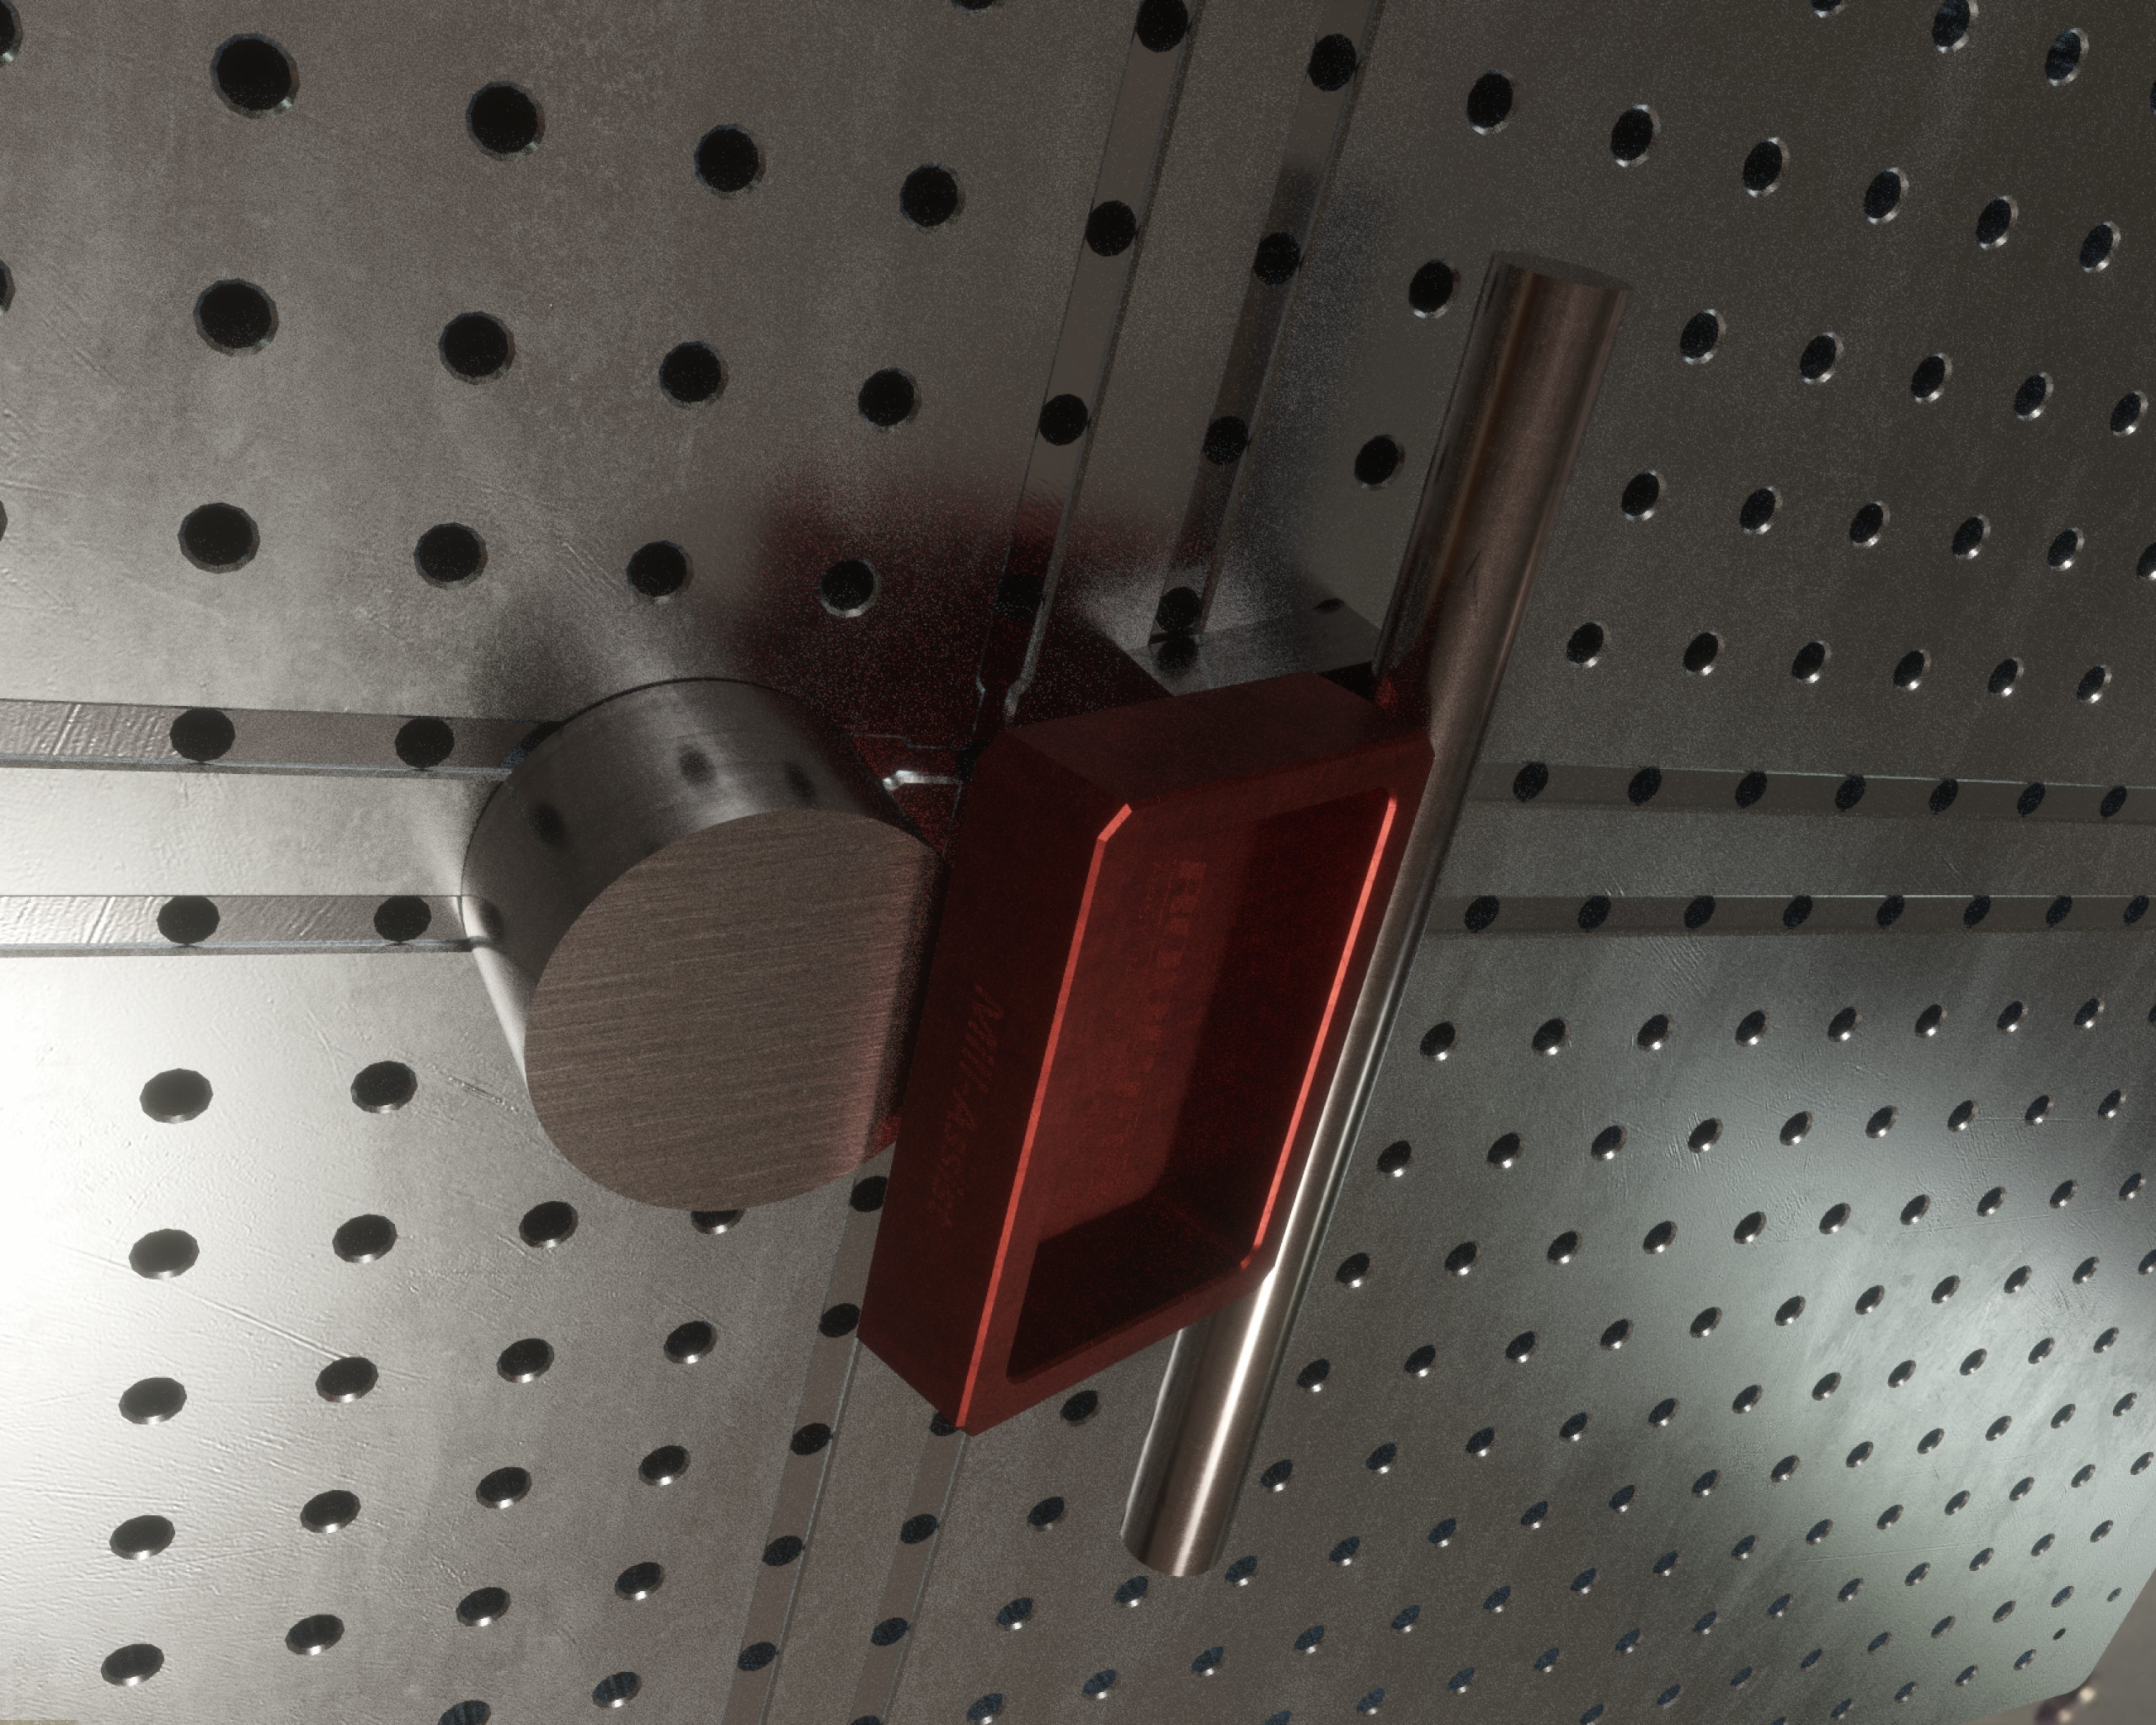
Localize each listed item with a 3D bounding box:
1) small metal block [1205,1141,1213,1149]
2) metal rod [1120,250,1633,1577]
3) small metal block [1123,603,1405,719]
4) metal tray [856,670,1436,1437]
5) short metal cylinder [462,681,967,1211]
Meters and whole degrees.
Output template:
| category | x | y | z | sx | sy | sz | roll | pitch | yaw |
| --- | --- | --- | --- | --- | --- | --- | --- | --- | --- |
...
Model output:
| category | x | y | z | sx | sy | sz | roll | pitch | yaw |
| --- | --- | --- | --- | --- | --- | --- | --- | --- | --- |
| small metal block | 0.009 | 0.057 | 0.452 | 0.050 | 0.025 | 0.050 | -43 | 130 | 1 |
| metal rod | 0.053 | 0.028 | 0.426 | 0.025 | 0.025 | 0.298 | -1 | 119 | -28 |
| small metal block | 0.037 | -0.020 | 0.421 | 0.050 | 0.025 | 0.050 | -14 | 125 | -21 |
| metal tray | 0.012 | 0.034 | 0.386 | 0.091 | 0.030 | 0.129 | -15 | 127 | -44 |
| short metal cylinder | -0.063 | 0.014 | 0.370 | 0.081 | 0.050 | 0.079 | -14 | 125 | -21 |
